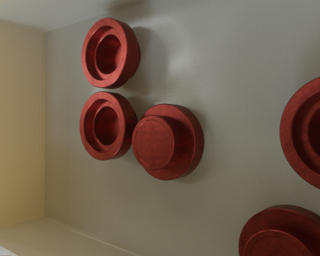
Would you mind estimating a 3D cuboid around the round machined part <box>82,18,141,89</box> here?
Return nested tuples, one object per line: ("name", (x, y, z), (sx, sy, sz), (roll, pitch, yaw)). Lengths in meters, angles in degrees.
("round machined part", (-0.067, -0.105, 0.448), (0.098, 0.042, 0.097), (0, 90, 39))

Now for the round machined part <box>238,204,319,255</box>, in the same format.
("round machined part", (0.120, 0.126, 0.296), (0.098, 0.042, 0.097), (0, 90, 39))

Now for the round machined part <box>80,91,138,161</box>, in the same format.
("round machined part", (-0.070, -0.003, 0.451), (0.098, 0.042, 0.097), (0, 90, 39))

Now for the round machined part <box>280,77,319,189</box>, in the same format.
("round machined part", (0.157, 0.004, 0.259), (0.098, 0.042, 0.097), (4, 95, 48))

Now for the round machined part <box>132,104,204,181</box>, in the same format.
("round machined part", (0.003, 0.018, 0.392), (0.098, 0.042, 0.097), (0, 90, 39))
